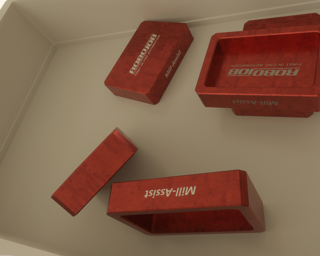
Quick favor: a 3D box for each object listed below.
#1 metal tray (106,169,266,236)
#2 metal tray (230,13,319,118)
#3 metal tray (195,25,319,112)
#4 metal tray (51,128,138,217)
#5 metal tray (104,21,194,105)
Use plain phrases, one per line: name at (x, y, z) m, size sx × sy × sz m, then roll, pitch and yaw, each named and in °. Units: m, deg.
metal tray at (0.027, 0.078, 0.301) m, size 0.130 × 0.090 × 0.030 m, roll -10°, pitch 56°, yaw 23°
metal tray at (0.140, -0.077, 0.376) m, size 0.090 × 0.030 × 0.130 m, roll 3°, pitch 63°, yaw 29°
metal tray at (0.113, -0.066, 0.344) m, size 0.130 × 0.030 × 0.090 m, roll 5°, pitch 64°, yaw 30°
metal tray at (-0.071, 0.042, 0.360) m, size 0.030 × 0.130 × 0.090 m, roll 44°, pitch 86°, yaw -6°
metal tray at (-0.017, -0.104, 0.475) m, size 0.090 × 0.030 × 0.130 m, roll 17°, pitch 70°, yaw 34°
